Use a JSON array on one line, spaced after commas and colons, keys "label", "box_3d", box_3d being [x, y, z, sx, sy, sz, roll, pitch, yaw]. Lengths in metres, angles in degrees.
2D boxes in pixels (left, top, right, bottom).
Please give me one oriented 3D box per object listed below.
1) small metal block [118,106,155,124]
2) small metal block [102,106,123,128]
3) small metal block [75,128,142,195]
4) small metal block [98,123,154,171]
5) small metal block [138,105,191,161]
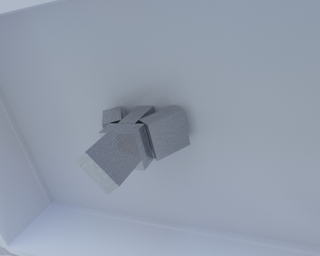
[{"label": "small metal block", "box_3d": [-0.025, 0.004, 0.406, 0.025, 0.050, 0.050, 1, 119, 28]}, {"label": "small metal block", "box_3d": [-0.059, 0.004, 0.420, 0.025, 0.050, 0.050, -15, 115, -2]}, {"label": "small metal block", "box_3d": [-0.056, 0.037, 0.344, 0.050, 0.050, 0.025, 46, 129, -4]}, {"label": "small metal block", "box_3d": [-0.040, 0.022, 0.376, 0.050, 0.025, 0.050, 1, 119, 28]}, {"label": "small metal block", "box_3d": [0.006, 0.006, 0.388, 0.025, 0.050, 0.050, 29, 138, 55]}]
